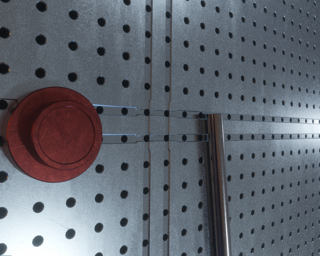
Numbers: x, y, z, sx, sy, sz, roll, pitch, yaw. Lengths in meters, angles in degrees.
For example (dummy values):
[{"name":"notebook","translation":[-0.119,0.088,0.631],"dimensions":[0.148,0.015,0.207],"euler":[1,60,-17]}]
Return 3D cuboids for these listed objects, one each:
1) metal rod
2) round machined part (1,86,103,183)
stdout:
[{"name":"metal rod","translation":[0.096,0.126,0.489],"dimensions":[0.025,0.025,0.298],"euler":[-8,95,-40]},{"name":"round machined part","translation":[-0.101,0.007,0.313],"dimensions":[0.099,0.042,0.097],"euler":[0,90,-40]}]
